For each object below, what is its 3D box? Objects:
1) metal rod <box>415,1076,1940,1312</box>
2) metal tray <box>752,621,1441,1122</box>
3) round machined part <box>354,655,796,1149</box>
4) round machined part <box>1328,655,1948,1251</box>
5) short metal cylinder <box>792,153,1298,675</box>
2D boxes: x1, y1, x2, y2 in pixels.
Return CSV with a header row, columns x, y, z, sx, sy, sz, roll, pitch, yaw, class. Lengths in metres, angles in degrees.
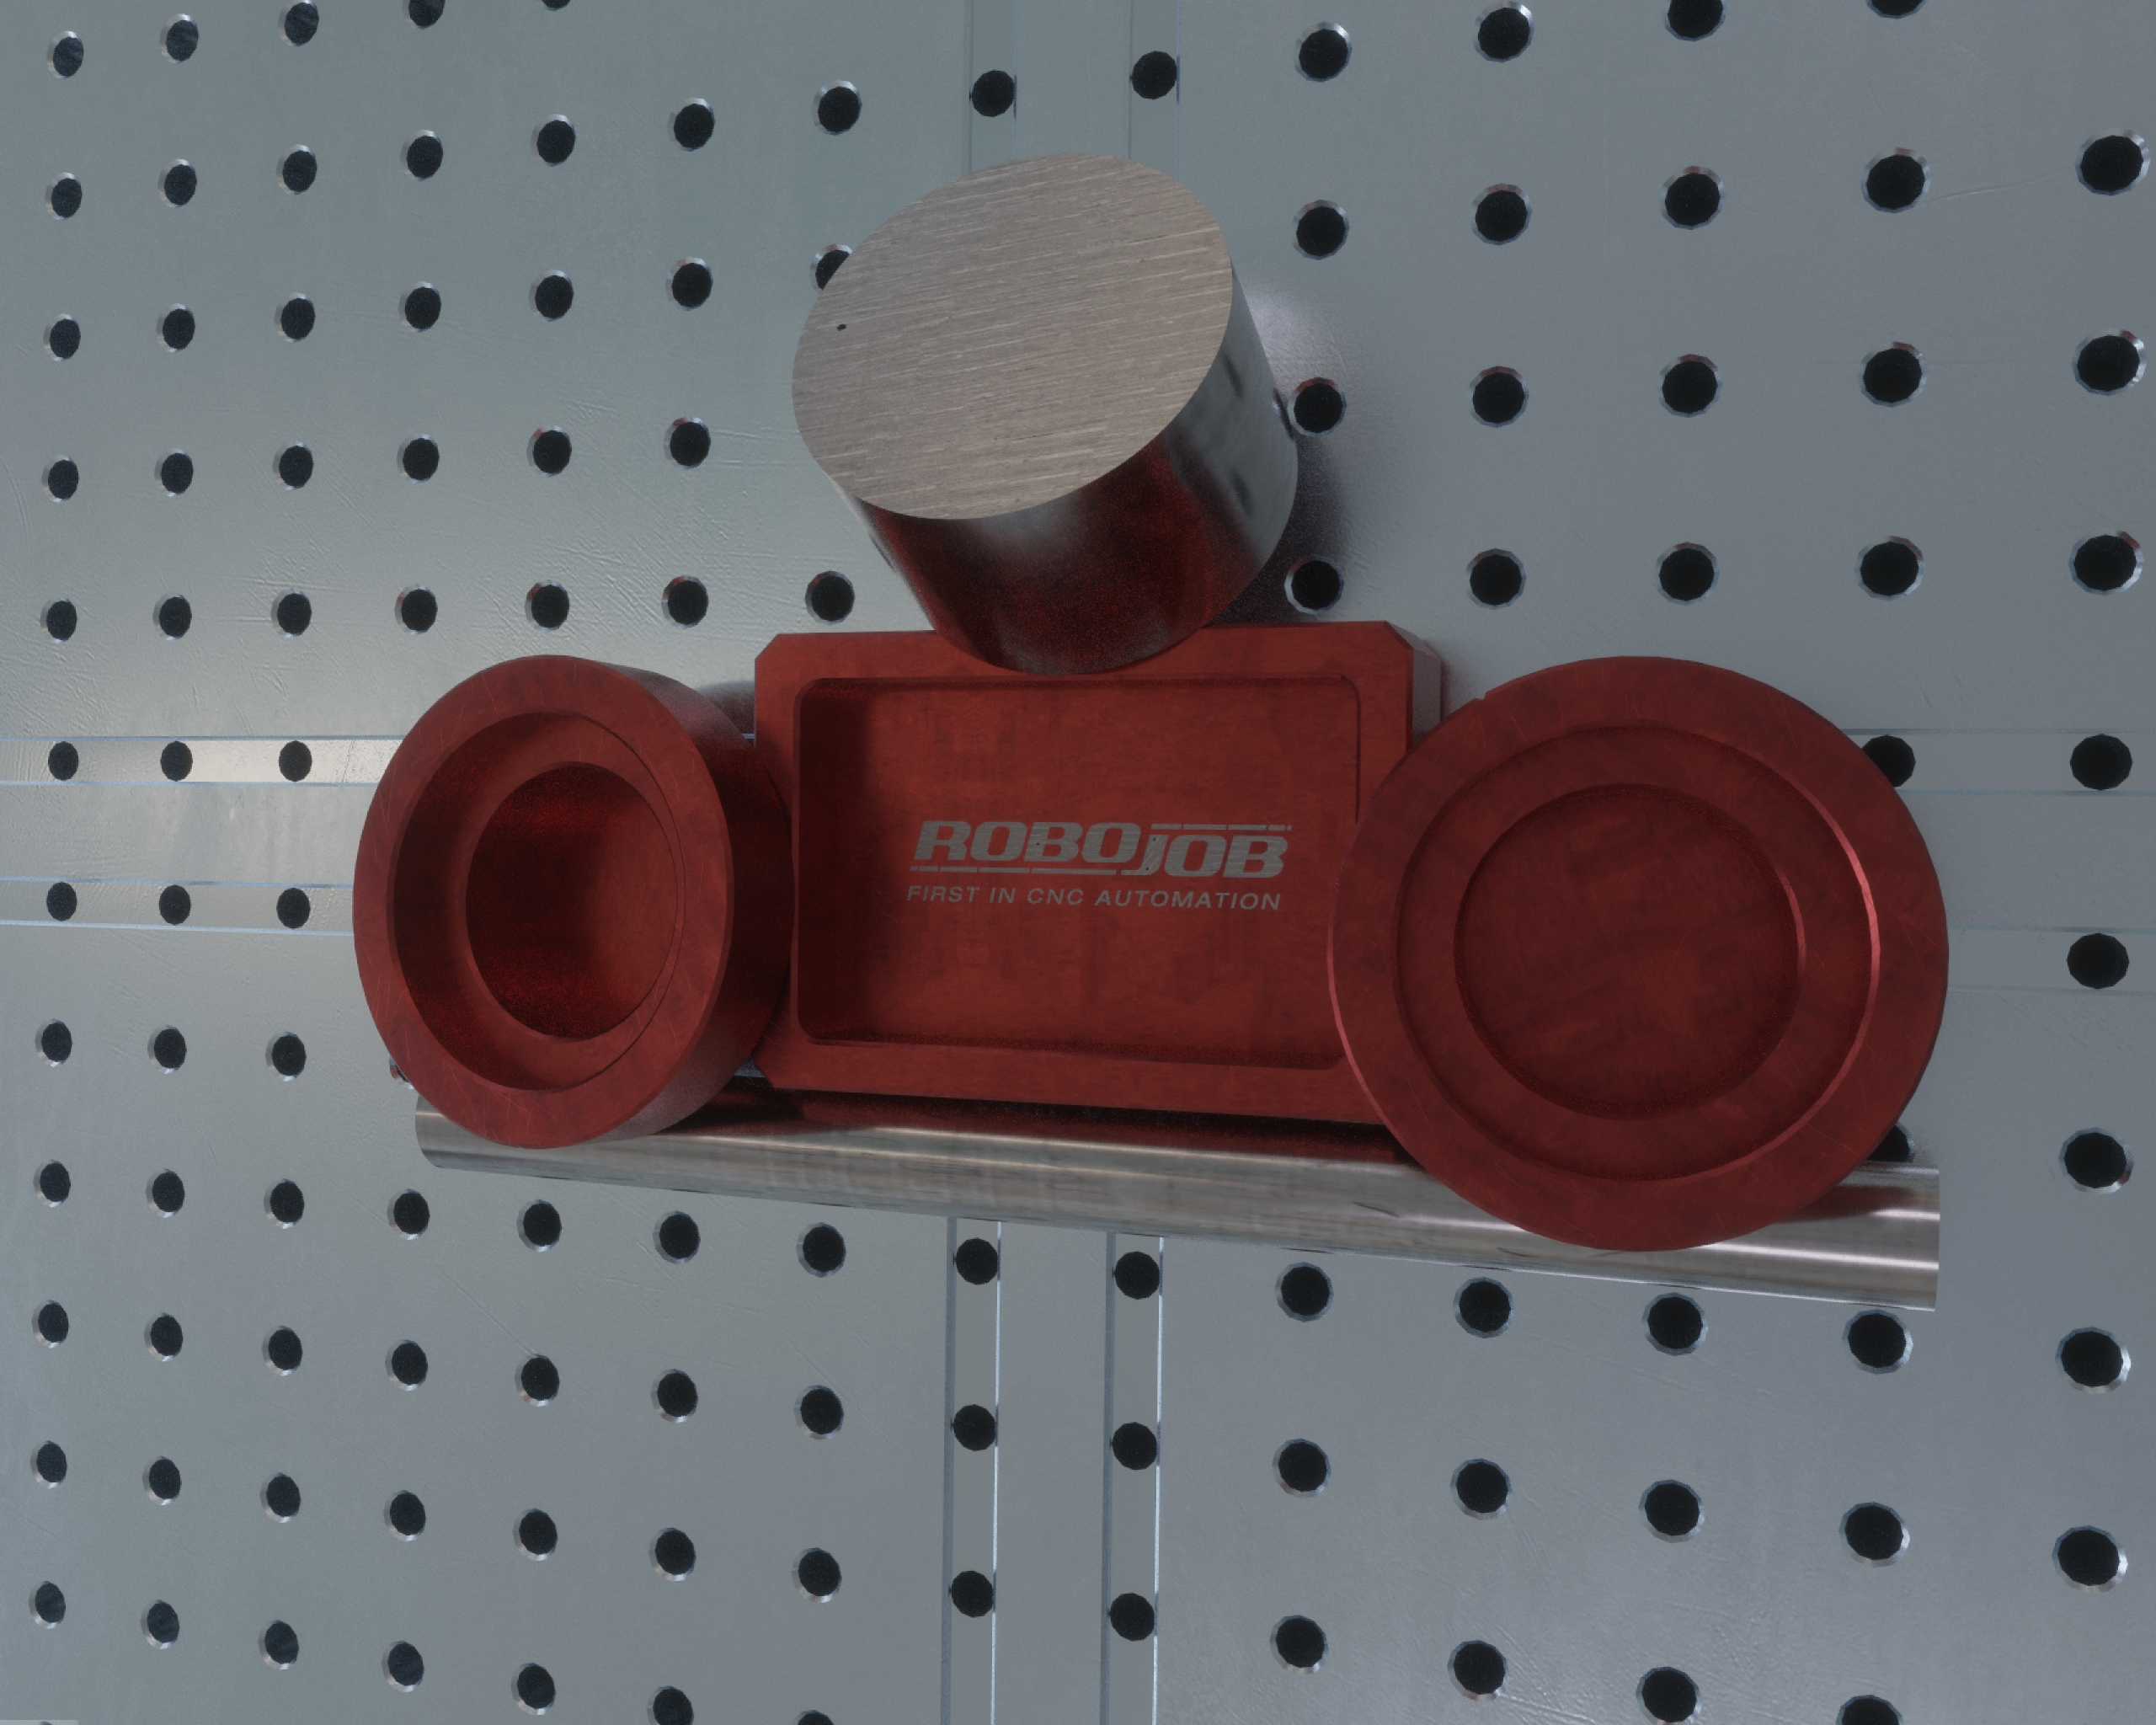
x,y,z,sx,sy,sz,roll,pitch,yaw,class
0.005,0.059,0.406,0.301,0.025,0.025,2,91,19,metal rod
0.002,0.000,0.404,0.130,0.030,0.089,1,91,19,metal tray
-0.098,0.008,0.429,0.098,0.042,0.097,-1,87,28,round machined part
0.094,0.015,0.361,0.098,0.042,0.097,0,88,12,round machined part
-0.005,-0.081,0.381,0.080,0.050,0.080,-8,61,15,short metal cylinder
